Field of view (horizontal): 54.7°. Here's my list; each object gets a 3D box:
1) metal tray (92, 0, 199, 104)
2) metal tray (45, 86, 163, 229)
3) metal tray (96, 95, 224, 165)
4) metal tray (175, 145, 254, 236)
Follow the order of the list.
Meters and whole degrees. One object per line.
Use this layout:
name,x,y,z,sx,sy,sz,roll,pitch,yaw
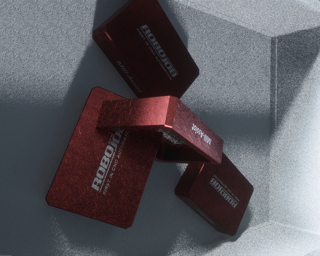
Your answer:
metal tray,-0.011,-0.093,0.393,0.090,0.030,0.130,-52,121,-27
metal tray,-0.055,0.031,0.336,0.090,0.030,0.130,23,74,-14
metal tray,0.005,0.008,0.345,0.130,0.090,0.030,35,59,-52
metal tray,0.088,0.096,0.477,0.130,0.030,0.090,45,63,-31
